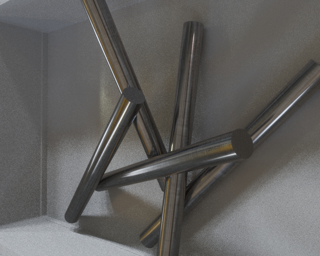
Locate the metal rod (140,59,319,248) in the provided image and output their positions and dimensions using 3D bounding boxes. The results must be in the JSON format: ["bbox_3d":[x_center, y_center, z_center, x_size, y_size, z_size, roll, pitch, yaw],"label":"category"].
[{"bbox_3d":[0.066,0.048,0.352,0.298,0.025,0.025,-51,60,27],"label":"metal rod"}]

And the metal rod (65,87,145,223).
[{"bbox_3d":[-0.089,0.058,0.428,0.025,0.025,0.298,57,137,24],"label":"metal rod"}]

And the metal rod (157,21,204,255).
[{"bbox_3d":[0.023,0.024,0.364,0.025,0.025,0.298,3,85,40],"label":"metal rod"}]

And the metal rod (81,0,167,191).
[{"bbox_3d":[-0.040,-0.059,0.361,0.025,0.025,0.299,-10,109,40],"label":"metal rod"}]

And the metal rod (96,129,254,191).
[{"bbox_3d":[-0.015,0.050,0.367,0.299,0.025,0.025,-25,74,53],"label":"metal rod"}]
